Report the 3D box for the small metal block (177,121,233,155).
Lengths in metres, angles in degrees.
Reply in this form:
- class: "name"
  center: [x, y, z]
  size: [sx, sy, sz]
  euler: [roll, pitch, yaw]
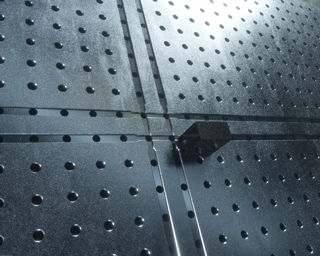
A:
- class: "small metal block"
  center: [0.059, 0.015, 0.415]
  size: [0.050, 0.050, 0.025]
  euler: [1, 62, -28]
